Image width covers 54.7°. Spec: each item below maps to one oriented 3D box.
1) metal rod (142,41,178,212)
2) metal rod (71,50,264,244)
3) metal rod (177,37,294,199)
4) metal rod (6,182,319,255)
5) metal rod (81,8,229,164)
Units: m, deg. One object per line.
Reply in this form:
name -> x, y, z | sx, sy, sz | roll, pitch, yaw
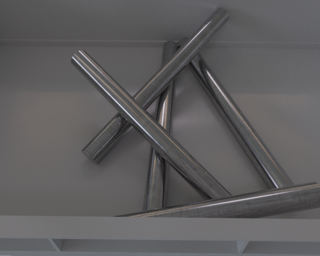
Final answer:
metal rod -> 0.006, -0.021, 0.422 | 0.025, 0.025, 0.300 | 4, 50, 3
metal rod -> -0.004, 0.009, 0.360 | 0.025, 0.025, 0.300 | -36, 70, -26
metal rod -> 0.091, -0.034, 0.434 | 0.025, 0.025, 0.300 | -15, 52, -13
metal rod -> 0.003, 0.091, 0.302 | 0.302, 0.025, 0.025 | -10, 50, 1
metal rod -> 0.006, -0.071, 0.429 | 0.025, 0.025, 0.301 | 31, 67, 23
